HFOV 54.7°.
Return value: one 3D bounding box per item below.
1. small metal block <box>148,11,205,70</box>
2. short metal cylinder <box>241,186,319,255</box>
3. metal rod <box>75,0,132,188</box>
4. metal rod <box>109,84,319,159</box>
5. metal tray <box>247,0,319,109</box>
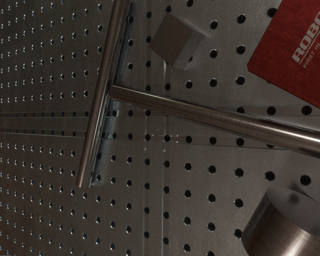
[{"bbox_3d":[0.020,-0.110,0.391,0.050,0.025,0.050,46,117,30],"label":"small metal block"},{"bbox_3d":[0.121,0.096,0.273,0.080,0.081,0.050,35,112,34],"label":"short metal cylinder"},{"bbox_3d":[-0.090,-0.048,0.480,0.025,0.025,0.298,23,105,37],"label":"metal rod"},{"bbox_3d":[0.047,-0.017,0.368,0.300,0.025,0.025,18,101,38],"label":"metal rod"},{"bbox_3d":[0.151,-0.091,0.281,0.090,0.030,0.129,39,113,32],"label":"metal tray"}]
